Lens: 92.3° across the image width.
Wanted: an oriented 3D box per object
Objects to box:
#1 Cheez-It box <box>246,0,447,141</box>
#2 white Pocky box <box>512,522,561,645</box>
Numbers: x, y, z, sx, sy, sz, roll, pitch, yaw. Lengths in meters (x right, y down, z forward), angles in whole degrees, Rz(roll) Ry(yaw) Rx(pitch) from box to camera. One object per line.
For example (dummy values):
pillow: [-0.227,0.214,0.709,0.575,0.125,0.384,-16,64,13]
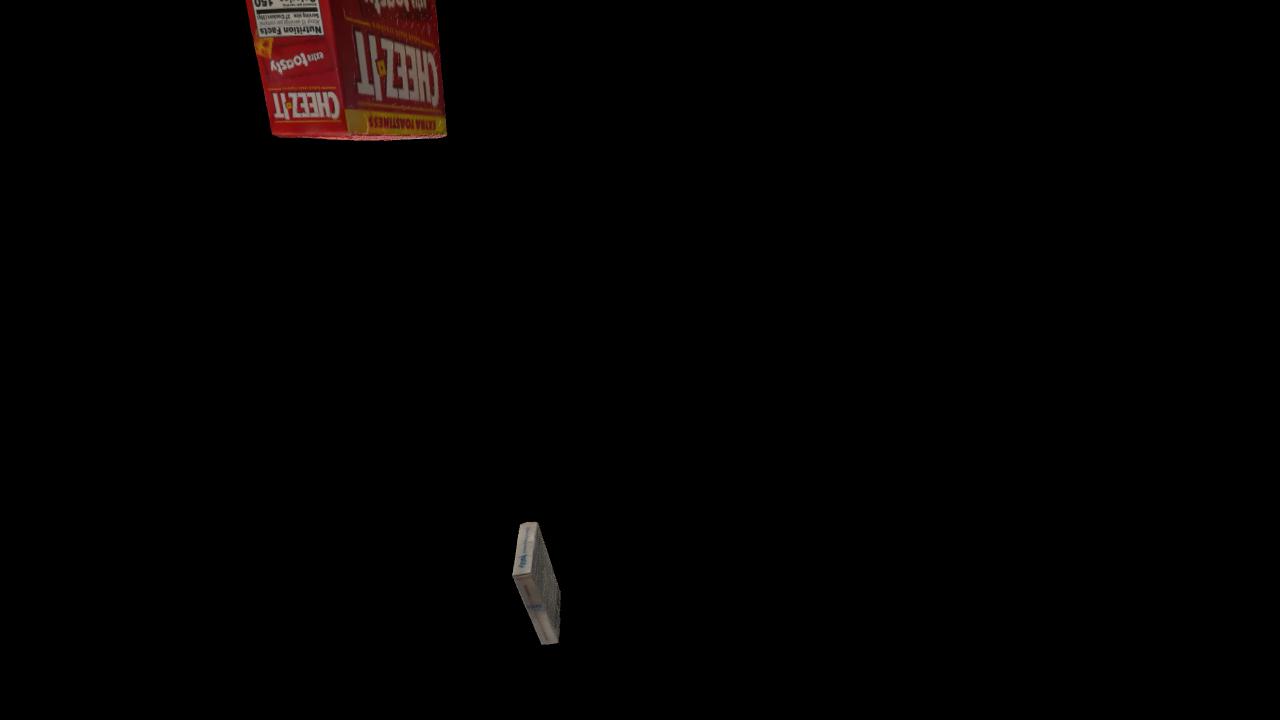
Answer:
Cheez-It box: [-0.221,-0.286,0.471,0.071,0.223,0.166,4,20,8]
white Pocky box: [-0.133,0.298,0.815,0.028,0.154,0.084,-8,34,2]
